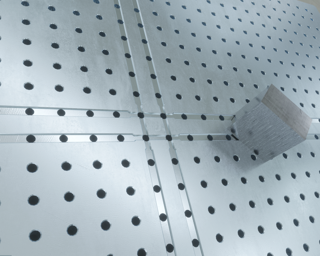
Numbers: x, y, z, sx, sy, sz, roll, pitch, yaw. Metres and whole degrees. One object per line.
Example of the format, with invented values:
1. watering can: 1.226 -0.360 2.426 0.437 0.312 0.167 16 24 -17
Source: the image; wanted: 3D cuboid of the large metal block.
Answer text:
1. large metal block: 0.163 -0.005 0.467 0.080 0.080 0.050 42 51 0
